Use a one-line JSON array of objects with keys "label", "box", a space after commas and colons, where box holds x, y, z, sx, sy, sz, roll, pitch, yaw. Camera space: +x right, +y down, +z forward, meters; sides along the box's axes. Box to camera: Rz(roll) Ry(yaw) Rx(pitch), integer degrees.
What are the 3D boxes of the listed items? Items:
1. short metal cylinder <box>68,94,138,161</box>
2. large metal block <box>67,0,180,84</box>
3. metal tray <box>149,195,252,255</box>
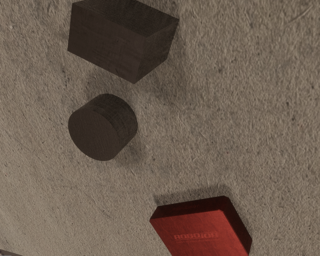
[{"label": "short metal cylinder", "box": [-0.078, -0.001, 0.429, 0.080, 0.050, 0.079, 13, 124, 20]}, {"label": "large metal block", "box": [-0.037, -0.099, 0.328, 0.080, 0.080, 0.050, 28, 128, 10]}, {"label": "metal tray", "box": [0.059, 0.154, 0.467, 0.130, 0.030, 0.090, -19, 109, 35]}]
